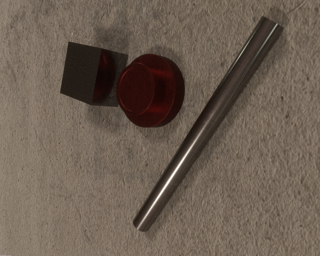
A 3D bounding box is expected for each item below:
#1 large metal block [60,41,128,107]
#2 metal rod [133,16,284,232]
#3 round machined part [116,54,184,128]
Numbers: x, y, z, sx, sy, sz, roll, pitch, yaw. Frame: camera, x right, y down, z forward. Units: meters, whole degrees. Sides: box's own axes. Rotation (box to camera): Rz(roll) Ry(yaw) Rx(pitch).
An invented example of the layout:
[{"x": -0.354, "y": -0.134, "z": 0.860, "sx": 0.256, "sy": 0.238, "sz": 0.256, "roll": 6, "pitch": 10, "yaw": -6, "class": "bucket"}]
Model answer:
[{"x": -0.101, "y": -0.081, "z": 0.470, "sx": 0.080, "sy": 0.050, "sz": 0.079, "roll": 21, "pitch": 103, "yaw": 37, "class": "large metal block"}, {"x": 0.044, "y": 0.013, "z": 0.367, "sx": 0.025, "sy": 0.025, "sz": 0.298, "roll": 44, "pitch": 116, "yaw": 30, "class": "metal rod"}, {"x": -0.020, "y": -0.049, "z": 0.408, "sx": 0.098, "sy": 0.042, "sz": 0.097, "roll": 0, "pitch": 90, "yaw": 39, "class": "round machined part"}]
